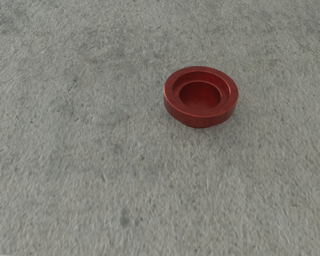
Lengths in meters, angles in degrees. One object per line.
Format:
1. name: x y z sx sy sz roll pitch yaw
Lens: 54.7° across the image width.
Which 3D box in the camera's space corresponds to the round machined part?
1. round machined part: 0.054 -0.038 0.425 0.099 0.042 0.098 0 50 0
